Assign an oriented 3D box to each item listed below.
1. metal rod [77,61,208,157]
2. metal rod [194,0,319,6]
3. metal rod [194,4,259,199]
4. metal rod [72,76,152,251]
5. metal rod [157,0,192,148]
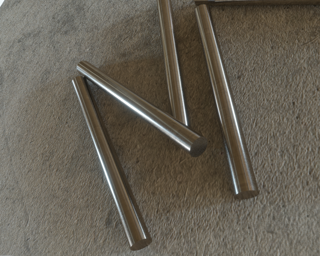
[{"bbox_3d":[-0.046,-0.042,0.434,0.025,0.025,0.300,-49,45,-6],"label":"metal rod"},{"bbox_3d":[0.183,-0.179,0.417,0.300,0.025,0.025,15,69,34],"label":"metal rod"},{"bbox_3d":[0.077,-0.056,0.397,0.025,0.025,0.299,-18,55,18],"label":"metal rod"},{"bbox_3d":[-0.078,0.025,0.429,0.025,0.025,0.300,-34,51,6],"label":"metal rod"},{"bbox_3d":[0.017,-0.106,0.460,0.025,0.025,0.299,-18,55,18],"label":"metal rod"}]
